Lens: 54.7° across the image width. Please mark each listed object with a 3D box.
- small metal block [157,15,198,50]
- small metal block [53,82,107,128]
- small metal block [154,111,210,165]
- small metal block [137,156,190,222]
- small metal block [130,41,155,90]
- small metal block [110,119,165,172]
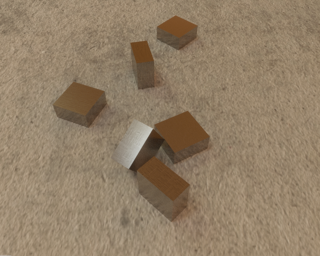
[{"bbox_3d":[0.030,-0.168,0.545,0.050,0.025,0.050,35,58,25],"label":"small metal block"},{"bbox_3d":[-0.110,-0.033,0.430,0.050,0.025,0.050,18,52,14],"label":"small metal block"},{"bbox_3d":[0.027,0.011,0.394,0.050,0.025,0.050,-23,54,-19],"label":"small metal block"},{"bbox_3d":[0.003,0.066,0.332,0.050,0.050,0.025,36,59,26],"label":"small metal block"},{"bbox_3d":[-0.026,-0.095,0.466,0.025,0.050,0.050,-10,51,-9],"label":"small metal block"},{"bbox_3d":[-0.024,0.023,0.356,0.025,0.050,0.050,28,83,21],"label":"small metal block"}]
